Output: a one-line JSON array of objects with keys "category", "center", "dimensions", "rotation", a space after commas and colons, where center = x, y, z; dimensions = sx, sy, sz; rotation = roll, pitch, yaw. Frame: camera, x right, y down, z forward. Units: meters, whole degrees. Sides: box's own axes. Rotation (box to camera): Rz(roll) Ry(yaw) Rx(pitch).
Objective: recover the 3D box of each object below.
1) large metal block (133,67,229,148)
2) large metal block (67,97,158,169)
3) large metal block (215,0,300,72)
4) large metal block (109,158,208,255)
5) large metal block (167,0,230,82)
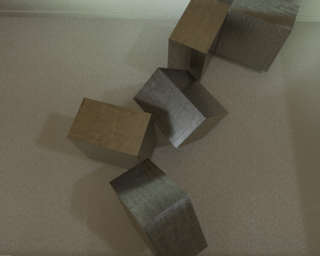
[{"category": "large metal block", "center": [0.028, -0.027, 0.384], "dimensions": [0.080, 0.080, 0.050], "rotation": [49, 117, 15]}, {"category": "large metal block", "center": [-0.052, 0.012, 0.372], "dimensions": [0.080, 0.080, 0.050], "rotation": [14, 70, 10]}, {"category": "large metal block", "center": [0.130, -0.134, 0.427], "dimensions": [0.080, 0.080, 0.050], "rotation": [23, 62, 7]}, {"category": "large metal block", "center": [-0.002, 0.091, 0.328], "dimensions": [0.050, 0.080, 0.080], "rotation": [-32, 33, -17]}, {"category": "large metal block", "center": [0.051, -0.120, 0.425], "dimensions": [0.050, 0.080, 0.080], "rotation": [25, 72, 8]}]
